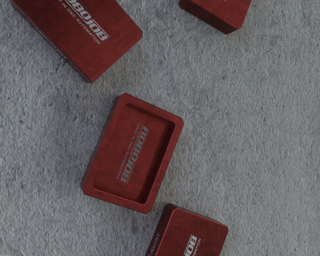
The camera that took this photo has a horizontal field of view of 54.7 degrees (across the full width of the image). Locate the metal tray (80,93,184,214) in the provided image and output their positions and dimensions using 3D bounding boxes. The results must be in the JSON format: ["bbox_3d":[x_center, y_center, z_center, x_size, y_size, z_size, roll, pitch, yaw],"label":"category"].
[{"bbox_3d":[-0.034,0.032,0.393,0.091,0.030,0.130,24,82,-19],"label":"metal tray"}]

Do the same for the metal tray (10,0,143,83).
[{"bbox_3d":[-0.096,-0.130,0.370,0.090,0.030,0.130,-47,105,-14],"label":"metal tray"}]

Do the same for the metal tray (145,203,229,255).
[{"bbox_3d":[0.028,0.178,0.417,0.090,0.030,0.130,25,82,-19],"label":"metal tray"}]

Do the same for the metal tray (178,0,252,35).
[{"bbox_3d":[0.091,-0.212,0.440,0.091,0.030,0.130,24,82,-19],"label":"metal tray"}]
